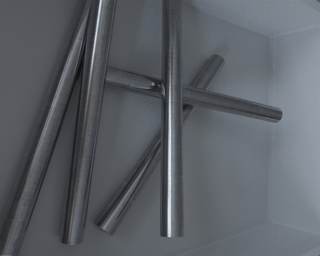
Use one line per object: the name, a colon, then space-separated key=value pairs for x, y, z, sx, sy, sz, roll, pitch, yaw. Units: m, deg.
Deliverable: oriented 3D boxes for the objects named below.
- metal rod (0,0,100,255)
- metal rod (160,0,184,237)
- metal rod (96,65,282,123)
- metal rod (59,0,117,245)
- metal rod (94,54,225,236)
metal rod: x=-0.112 y=-0.002 z=0.313 sx=0.025 sy=0.025 sz=0.299 roll=25 pitch=74 yaw=-38
metal rod: x=0.014 y=-0.031 z=0.362 sx=0.025 sy=0.025 sz=0.299 roll=15 pitch=69 yaw=-39
metal rod: x=0.057 y=-0.041 z=0.423 sx=0.302 sy=0.025 sz=0.025 roll=9 pitch=84 yaw=-30
metal rod: x=-0.073 y=-0.029 z=0.325 sx=0.025 sy=0.025 sz=0.298 roll=7 pitch=92 yaw=-40
metal rod: x=0.013 y=0.006 z=0.419 sx=0.025 sy=0.025 sz=0.301 roll=50 pitch=60 yaw=-29
